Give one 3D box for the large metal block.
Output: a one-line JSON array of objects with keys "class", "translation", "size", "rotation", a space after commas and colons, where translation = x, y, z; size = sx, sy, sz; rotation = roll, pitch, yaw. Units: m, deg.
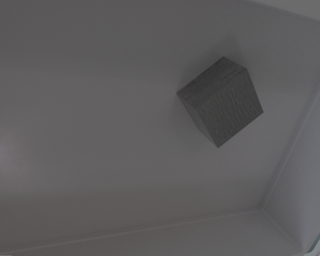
[{"class": "large metal block", "translation": [0.081, -0.034, 0.415], "size": [0.080, 0.050, 0.080], "rotation": [-38, 129, -3]}]
